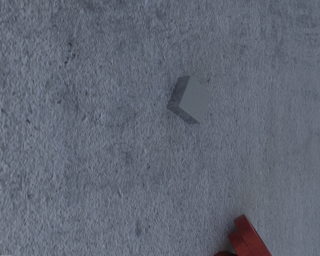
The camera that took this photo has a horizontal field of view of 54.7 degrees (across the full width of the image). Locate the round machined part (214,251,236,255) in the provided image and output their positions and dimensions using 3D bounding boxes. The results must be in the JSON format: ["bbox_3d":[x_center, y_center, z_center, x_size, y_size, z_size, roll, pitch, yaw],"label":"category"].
[{"bbox_3d":[0.111,0.251,0.490,0.099,0.042,0.097,0,90,-40],"label":"round machined part"}]

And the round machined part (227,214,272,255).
[{"bbox_3d":[0.144,0.191,0.495,0.042,0.098,0.098,-33,117,6],"label":"round machined part"}]

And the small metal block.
[{"bbox_3d":[0.043,-0.039,0.443,0.050,0.025,0.050,34,69,-35],"label":"small metal block"}]
